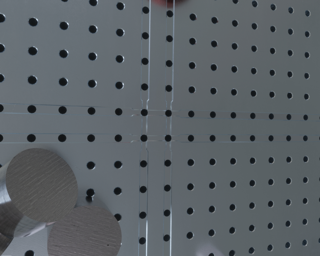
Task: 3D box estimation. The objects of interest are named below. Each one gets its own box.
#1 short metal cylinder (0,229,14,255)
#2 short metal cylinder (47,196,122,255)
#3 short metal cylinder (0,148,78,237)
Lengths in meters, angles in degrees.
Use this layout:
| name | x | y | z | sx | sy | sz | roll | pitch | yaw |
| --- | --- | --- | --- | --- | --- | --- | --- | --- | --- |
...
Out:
| name | x | y | z | sx | sy | sz | roll | pitch | yaw |
| --- | --- | --- | --- | --- | --- | --- | --- | --- | --- |
| short metal cylinder | -0.197 | 0.121 | 0.311 | 0.080 | 0.080 | 0.050 | -44 | 104 | -15 |
| short metal cylinder | -0.090 | 0.125 | 0.366 | 0.081 | 0.050 | 0.080 | 0 | 90 | -20 |
| short metal cylinder | -0.136 | 0.068 | 0.327 | 0.080 | 0.050 | 0.080 | 37 | 35 | -32 |
